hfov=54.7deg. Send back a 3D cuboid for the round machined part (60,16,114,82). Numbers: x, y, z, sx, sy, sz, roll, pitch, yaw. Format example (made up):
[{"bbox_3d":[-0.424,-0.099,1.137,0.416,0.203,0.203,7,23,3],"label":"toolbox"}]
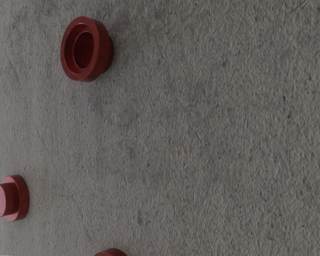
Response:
[{"bbox_3d":[-0.110,-0.120,0.485,0.098,0.042,0.097,0,90,40],"label":"round machined part"}]

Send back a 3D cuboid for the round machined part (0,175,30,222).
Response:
[{"bbox_3d":[-0.323,0.151,0.661,0.098,0.042,0.097,0,90,40],"label":"round machined part"}]

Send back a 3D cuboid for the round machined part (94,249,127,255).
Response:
[{"bbox_3d":[-0.078,0.234,0.458,0.098,0.042,0.097,0,90,40],"label":"round machined part"}]
